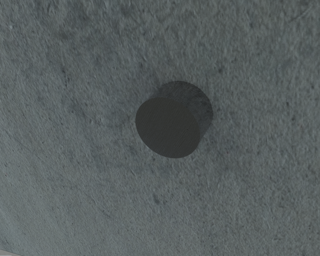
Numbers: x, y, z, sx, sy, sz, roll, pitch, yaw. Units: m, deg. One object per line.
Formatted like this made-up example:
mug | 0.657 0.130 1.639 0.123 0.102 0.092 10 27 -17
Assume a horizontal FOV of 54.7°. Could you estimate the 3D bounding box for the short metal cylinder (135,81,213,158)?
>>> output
short metal cylinder | 0.018 -0.010 0.374 0.080 0.050 0.079 13 124 20
